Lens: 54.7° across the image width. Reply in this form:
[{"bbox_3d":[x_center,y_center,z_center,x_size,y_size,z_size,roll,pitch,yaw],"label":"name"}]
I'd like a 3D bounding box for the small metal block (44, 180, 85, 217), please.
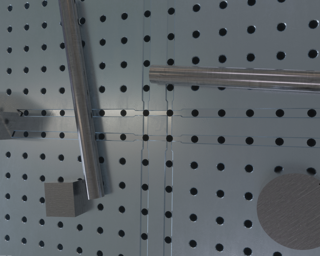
[{"bbox_3d":[-0.142,0.105,0.463,0.050,0.025,0.050,-5,88,19],"label":"small metal block"}]

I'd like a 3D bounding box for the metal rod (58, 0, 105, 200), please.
[{"bbox_3d":[-0.116,-0.047,0.453,0.025,0.025,0.298,-10,87,19],"label":"metal rod"}]

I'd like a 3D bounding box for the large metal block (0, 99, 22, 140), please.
[{"bbox_3d":[-0.284,-0.022,0.483,0.080,0.080,0.050,29,100,17],"label":"large metal block"}]

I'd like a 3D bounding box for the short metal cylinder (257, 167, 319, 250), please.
[{"bbox_3d":[0.151,0.087,0.346,0.080,0.050,0.079,0,90,20],"label":"short metal cylinder"}]

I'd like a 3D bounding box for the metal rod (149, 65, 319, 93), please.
[{"bbox_3d":[0.131,-0.057,0.366,0.301,0.025,0.025,6,92,19],"label":"metal rod"}]
